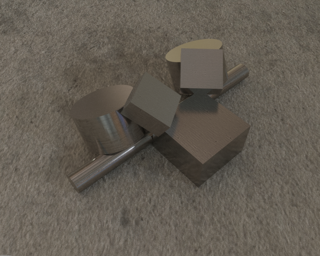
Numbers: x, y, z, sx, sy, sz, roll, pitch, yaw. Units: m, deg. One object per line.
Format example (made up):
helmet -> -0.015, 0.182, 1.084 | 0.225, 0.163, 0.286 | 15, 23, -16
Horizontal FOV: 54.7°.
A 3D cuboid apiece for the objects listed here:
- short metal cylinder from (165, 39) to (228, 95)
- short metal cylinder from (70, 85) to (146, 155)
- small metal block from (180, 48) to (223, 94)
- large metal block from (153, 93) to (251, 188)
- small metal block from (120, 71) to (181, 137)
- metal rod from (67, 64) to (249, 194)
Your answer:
short metal cylinder -> 0.053, -0.089, 0.445 | 0.080, 0.050, 0.080 | -13, 31, 8
short metal cylinder -> -0.061, -0.012, 0.380 | 0.080, 0.050, 0.080 | -13, 31, 8
small metal block -> 0.050, -0.069, 0.382 | 0.050, 0.025, 0.050 | 2, 81, 1
large metal block -> 0.048, 0.010, 0.378 | 0.080, 0.050, 0.080 | -34, 58, -26
small metal block -> -0.009, -0.027, 0.346 | 0.050, 0.025, 0.050 | 33, 50, -15
metal rod -> 0.015, -0.012, 0.415 | 0.302, 0.025, 0.025 | -34, 58, -26
